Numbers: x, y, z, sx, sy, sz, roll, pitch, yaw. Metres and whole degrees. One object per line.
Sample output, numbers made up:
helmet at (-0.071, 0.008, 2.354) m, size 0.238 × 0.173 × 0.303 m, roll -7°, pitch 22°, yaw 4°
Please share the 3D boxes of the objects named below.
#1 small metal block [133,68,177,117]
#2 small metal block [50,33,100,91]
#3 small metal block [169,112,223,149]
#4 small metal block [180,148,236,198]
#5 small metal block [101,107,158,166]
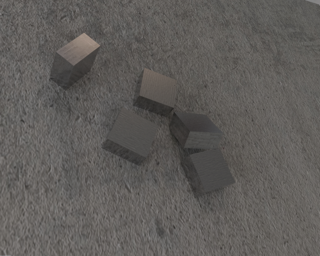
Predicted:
small metal block at (-0.006, -0.049, 0.430) m, size 0.050 × 0.025 × 0.050 m, roll 19°, pitch 54°, yaw -17°
small metal block at (-0.105, -0.081, 0.381) m, size 0.025 × 0.050 × 0.050 m, roll 39°, pitch 51°, yaw -2°
small metal block at (0.047, 0.003, 0.413) m, size 0.050 × 0.025 × 0.050 m, roll 4°, pitch 30°, yaw -26°
small metal block at (0.062, 0.057, 0.402) m, size 0.050 × 0.025 × 0.050 m, roll -9°, pitch 66°, yaw -32°
small metal block at (-0.036, 0.010, 0.378) m, size 0.050 × 0.025 × 0.050 m, roll 28°, pitch 52°, yaw -11°
